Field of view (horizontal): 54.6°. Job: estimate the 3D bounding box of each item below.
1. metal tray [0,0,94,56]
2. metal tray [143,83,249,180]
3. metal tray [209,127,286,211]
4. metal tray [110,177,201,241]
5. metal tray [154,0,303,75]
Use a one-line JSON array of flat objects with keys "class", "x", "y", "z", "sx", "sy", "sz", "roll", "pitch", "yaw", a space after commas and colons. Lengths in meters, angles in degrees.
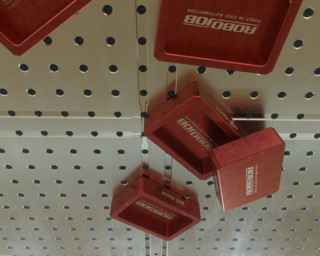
[{"class": "metal tray", "x": -0.121, "y": -0.138, "z": 0.289, "sx": 0.130, "sy": 0.030, "sz": 0.090, "roll": -28, "pitch": 125, "yaw": 21}, {"class": "metal tray", "x": 0.053, "y": 0.011, "z": 0.417, "sx": 0.090, "sy": 0.030, "sz": 0.130, "roll": -34, "pitch": 122, "yaw": 25}, {"class": "metal tray", "x": 0.122, "y": 0.063, "z": 0.434, "sx": 0.090, "sy": 0.030, "sz": 0.130, "roll": -21, "pitch": 139, "yaw": -1}, {"class": "metal tray", "x": -0.007, "y": 0.141, "z": 0.527, "sx": 0.130, "sy": 0.030, "sz": 0.090, "roll": 31, "pitch": 123, "yaw": -24}, {"class": "metal tray", "x": 0.064, "y": -0.108, "z": 0.316, "sx": 0.131, "sy": 0.030, "sz": 0.089, "roll": 6, "pitch": 130, "yaw": -6}]
